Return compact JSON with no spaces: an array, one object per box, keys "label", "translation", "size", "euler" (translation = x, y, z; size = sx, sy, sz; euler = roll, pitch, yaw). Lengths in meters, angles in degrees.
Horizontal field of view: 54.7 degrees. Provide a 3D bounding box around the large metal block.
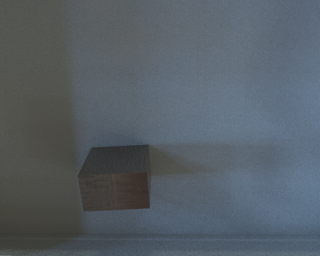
[{"label":"large metal block","translation":[-0.054,0.062,0.404],"size":[0.081,0.080,0.050],"euler":[-3,110,1]}]
